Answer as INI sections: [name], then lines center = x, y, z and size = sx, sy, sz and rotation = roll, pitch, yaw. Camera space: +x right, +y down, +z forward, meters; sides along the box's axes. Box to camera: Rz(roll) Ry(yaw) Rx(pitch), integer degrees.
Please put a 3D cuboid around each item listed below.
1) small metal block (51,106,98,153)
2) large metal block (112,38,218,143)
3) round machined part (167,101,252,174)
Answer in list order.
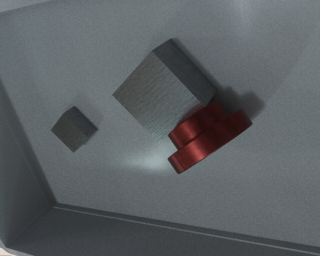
[small metal block]
center = -0.133, 0.003, 0.478
size = 0.050, 0.025, 0.050
rotation = 46, 129, -5
[large metal block]
center = 0.006, -0.042, 0.362
size = 0.080, 0.050, 0.080
rotation = 46, 129, -5
[round machined part]
center = 0.048, 0.006, 0.341
size = 0.098, 0.099, 0.042
rotation = -40, 81, 39
